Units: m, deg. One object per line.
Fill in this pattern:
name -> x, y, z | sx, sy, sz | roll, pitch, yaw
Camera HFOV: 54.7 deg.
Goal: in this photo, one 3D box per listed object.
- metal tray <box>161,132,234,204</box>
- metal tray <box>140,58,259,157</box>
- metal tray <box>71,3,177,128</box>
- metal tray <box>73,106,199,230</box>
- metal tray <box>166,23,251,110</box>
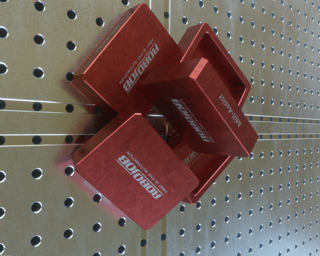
metal tray -> 0.059, 0.035, 0.456 | 0.131, 0.030, 0.090 | -41, 115, -32
metal tray -> 0.047, -0.019, 0.368 | 0.130, 0.090, 0.030 | 48, 61, -30
metal tray -> -0.033, -0.075, 0.379 | 0.090, 0.030, 0.130 | 47, 62, -30
metal tray -> -0.024, 0.050, 0.363 | 0.090, 0.030, 0.130 | -42, 119, -4
metal tray -> 0.069, -0.065, 0.426 | 0.130, 0.030, 0.090 | 44, 64, -32
